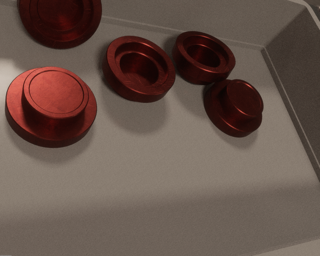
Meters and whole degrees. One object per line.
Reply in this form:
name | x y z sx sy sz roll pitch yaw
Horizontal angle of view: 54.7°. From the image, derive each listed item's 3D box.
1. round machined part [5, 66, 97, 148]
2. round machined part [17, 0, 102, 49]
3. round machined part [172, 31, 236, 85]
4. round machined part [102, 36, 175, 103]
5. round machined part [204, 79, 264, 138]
round machined part | -0.119 -0.030 0.350 0.099 0.042 0.098 14 56 -21
round machined part | -0.128 -0.154 0.392 0.099 0.097 0.042 -5 39 -31
round machined part | 0.065 -0.106 0.489 0.099 0.042 0.098 12 49 -13
round machined part | -0.032 -0.075 0.425 0.099 0.042 0.098 14 56 -21
round machined part | 0.122 -0.037 0.486 0.099 0.042 0.098 14 56 -21
